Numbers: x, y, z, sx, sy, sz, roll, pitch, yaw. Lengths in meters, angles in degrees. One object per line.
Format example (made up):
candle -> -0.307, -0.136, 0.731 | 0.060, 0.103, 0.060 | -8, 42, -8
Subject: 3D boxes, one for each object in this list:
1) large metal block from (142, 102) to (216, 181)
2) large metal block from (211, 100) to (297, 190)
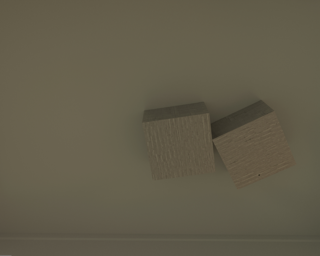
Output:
large metal block -> 0.025, 0.016, 0.404 | 0.080, 0.050, 0.079 | -8, 110, 3
large metal block -> 0.118, 0.021, 0.407 | 0.080, 0.050, 0.080 | -26, 108, 9
